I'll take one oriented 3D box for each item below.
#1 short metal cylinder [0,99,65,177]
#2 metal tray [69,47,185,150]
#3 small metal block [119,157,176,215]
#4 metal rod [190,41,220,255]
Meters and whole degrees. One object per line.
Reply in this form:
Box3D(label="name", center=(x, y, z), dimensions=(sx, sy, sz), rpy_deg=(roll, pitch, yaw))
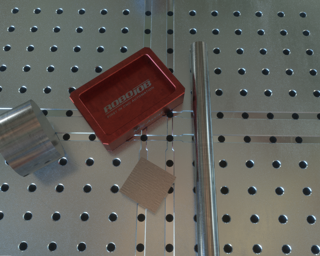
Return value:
Box3D(label="short metal cylinder", center=(-0.160, 0.012, 0.377), dimensions=(0.050, 0.080, 0.080), rpy_deg=(-29, 73, -10))
Box3D(label="metal tray", center=(-0.043, -0.042, 0.423), dimensions=(0.131, 0.030, 0.090), rpy_deg=(-35, 74, -12))
Box3D(label="small metal block", center=(-0.015, 0.072, 0.385), dimensions=(0.050, 0.025, 0.050), rpy_deg=(30, 73, 10))
Box3D(label="metal rod", center=(0.057, 0.020, 0.404), dimensions=(0.025, 0.025, 0.299), rpy_deg=(0, 70, 0))
